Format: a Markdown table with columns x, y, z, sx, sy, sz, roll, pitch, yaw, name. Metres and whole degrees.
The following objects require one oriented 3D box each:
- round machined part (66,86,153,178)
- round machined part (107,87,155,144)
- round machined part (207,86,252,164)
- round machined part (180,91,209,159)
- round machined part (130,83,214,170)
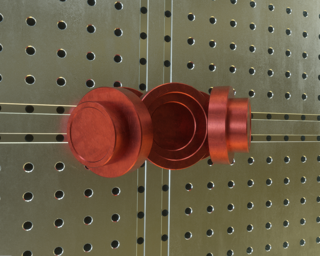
| x | y | z | sx | sy | sz | roll | pitch | yaw | name |
| --- | --- | --- | --- | --- | --- | --- | --- | --- | --- |
| -0.060 | 0.005 | 0.328 | 0.042 | 0.098 | 0.097 | -9 | 94 | -58 | round machined part |
| -0.045 | -0.003 | 0.387 | 0.099 | 0.042 | 0.097 | 0 | 90 | -21 | round machined part |
| 0.089 | -0.004 | 0.384 | 0.042 | 0.098 | 0.097 | 0 | 90 | 20 | round machined part |
| 0.047 | -0.003 | 0.422 | 0.099 | 0.042 | 0.097 | 0 | 90 | -21 | round machined part |
| 0.011 | -0.002 | 0.363 | 0.099 | 0.042 | 0.097 | 0 | 90 | -21 | round machined part |
